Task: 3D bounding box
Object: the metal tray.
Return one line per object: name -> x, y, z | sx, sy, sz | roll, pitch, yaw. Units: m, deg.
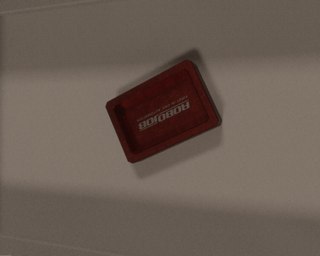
metal tray -> 0.003, -0.019, 0.405 | 0.130, 0.030, 0.090 | -26, 82, 17
